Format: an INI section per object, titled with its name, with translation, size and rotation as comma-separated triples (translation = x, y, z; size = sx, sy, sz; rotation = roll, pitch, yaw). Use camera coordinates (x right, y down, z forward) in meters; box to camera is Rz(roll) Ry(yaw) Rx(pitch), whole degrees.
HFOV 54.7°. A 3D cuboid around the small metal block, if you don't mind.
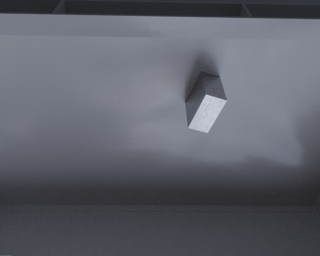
[small metal block]
translation = 0.053, -0.031, 0.367
size = 0.025, 0.050, 0.050
rotation = 15, 129, -13
